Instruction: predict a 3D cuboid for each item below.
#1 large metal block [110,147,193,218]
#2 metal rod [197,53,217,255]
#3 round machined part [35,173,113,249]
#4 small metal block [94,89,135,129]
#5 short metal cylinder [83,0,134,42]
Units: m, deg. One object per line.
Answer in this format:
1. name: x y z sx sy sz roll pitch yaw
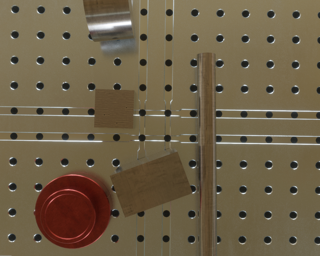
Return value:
1. large metal block: -0.010 0.063 0.386 0.080 0.080 0.050 -20 90 0
2. metal rod: 0.063 0.051 0.414 0.025 0.025 0.298 -1 90 -1
3. round machined part: -0.114 0.109 0.403 0.099 0.042 0.097 0 90 -1
4. small metal block: -0.059 -0.025 0.413 0.050 0.025 0.050 2 90 -1
5. short metal cylinder: -0.062 -0.150 0.385 0.050 0.080 0.079 -5 90 0
